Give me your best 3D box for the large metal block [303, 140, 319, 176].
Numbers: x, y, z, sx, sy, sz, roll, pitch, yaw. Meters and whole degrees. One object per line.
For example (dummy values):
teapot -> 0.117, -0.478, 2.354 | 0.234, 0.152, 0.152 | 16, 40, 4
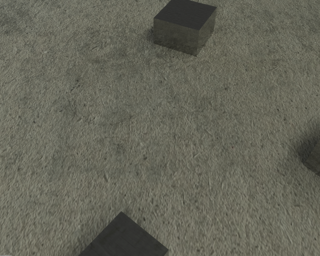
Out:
large metal block -> 0.234, 0.034, 0.360 | 0.080, 0.050, 0.080 | -32, 57, -24

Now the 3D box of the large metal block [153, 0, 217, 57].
large metal block -> 0.044, -0.177, 0.536 | 0.080, 0.050, 0.080 | 21, 53, 17

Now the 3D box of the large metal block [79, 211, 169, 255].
large metal block -> -0.038, 0.130, 0.258 | 0.050, 0.080, 0.080 | 32, 57, 24
